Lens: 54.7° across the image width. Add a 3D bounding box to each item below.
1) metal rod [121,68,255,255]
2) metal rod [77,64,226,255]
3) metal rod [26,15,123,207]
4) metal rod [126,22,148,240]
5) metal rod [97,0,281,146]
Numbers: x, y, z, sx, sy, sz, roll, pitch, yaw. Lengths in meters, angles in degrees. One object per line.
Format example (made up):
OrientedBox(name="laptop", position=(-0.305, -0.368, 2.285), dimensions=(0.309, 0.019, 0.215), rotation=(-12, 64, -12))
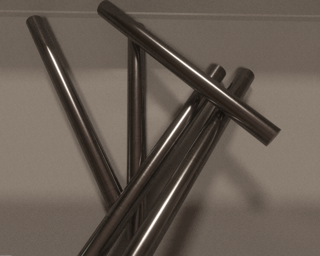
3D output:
OrientedBox(name="metal rod", position=(0.047, 0.026, 0.358), dimensions=(0.025, 0.025, 0.301), rotation=(30, 56, 10))
OrientedBox(name="metal rod", position=(0.003, 0.030, 0.378), dimensions=(0.025, 0.025, 0.301), rotation=(31, 65, 10))
OrientedBox(name="metal rod", position=(-0.120, -0.035, 0.420), dimensions=(0.025, 0.025, 0.299), rotation=(-26, 72, -9))
OrientedBox(name="metal rod", position=(-0.031, -0.010, 0.412), dimensions=(0.025, 0.025, 0.299), rotation=(-1, 70, -1))
OrientedBox(name="metal rod", position=(0.023, -0.082, 0.400), dimensions=(0.025, 0.025, 0.300), rotation=(-43, 69, -14))
